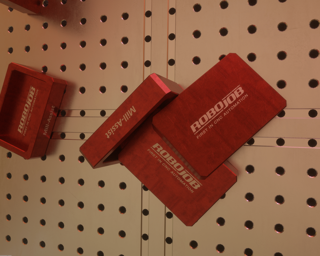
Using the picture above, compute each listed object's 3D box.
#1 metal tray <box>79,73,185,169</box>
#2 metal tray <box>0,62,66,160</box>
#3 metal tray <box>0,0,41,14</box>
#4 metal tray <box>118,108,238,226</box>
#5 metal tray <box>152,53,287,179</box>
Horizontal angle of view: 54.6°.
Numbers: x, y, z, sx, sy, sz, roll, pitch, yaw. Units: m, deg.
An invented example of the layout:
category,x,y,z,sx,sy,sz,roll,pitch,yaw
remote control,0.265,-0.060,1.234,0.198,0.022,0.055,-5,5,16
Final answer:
category,x,y,z,sx,sy,sz,roll,pitch,yaw
metal tray,-0.028,-0.006,0.388,0.130,0.090,0.030,-44,76,15
metal tray,-0.208,-0.027,0.484,0.090,0.030,0.129,22,97,18
metal tray,-0.221,-0.226,0.436,0.030,0.130,0.090,10,94,20
metal tray,0.022,0.047,0.396,0.130,0.030,0.090,43,104,9
metal tray,0.067,-0.015,0.360,0.130,0.030,0.090,-40,77,-9
